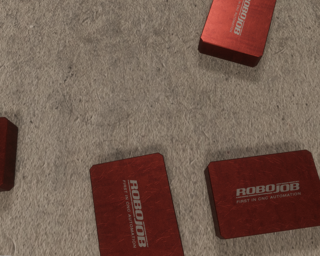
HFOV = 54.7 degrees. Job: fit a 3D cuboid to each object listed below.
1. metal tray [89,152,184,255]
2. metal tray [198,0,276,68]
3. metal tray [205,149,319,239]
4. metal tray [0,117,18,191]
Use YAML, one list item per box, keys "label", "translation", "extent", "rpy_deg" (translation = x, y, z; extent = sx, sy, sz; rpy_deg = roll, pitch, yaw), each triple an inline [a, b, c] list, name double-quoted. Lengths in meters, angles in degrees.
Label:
- label: "metal tray"
  translation: [-0.029, 0.102, 0.368]
  extent: [0.091, 0.030, 0.129]
  rpy_deg: [-11, 70, -4]
- label: "metal tray"
  translation: [0.118, -0.163, 0.467]
  extent: [0.090, 0.030, 0.130]
  rpy_deg: [17, 71, 6]
- label: "metal tray"
  translation: [0.127, 0.080, 0.378]
  extent: [0.131, 0.030, 0.090]
  rpy_deg: [-7, 70, -3]
- label: "metal tray"
  translation: [-0.253, 0.037, 0.388]
  extent: [0.131, 0.030, 0.090]
  rpy_deg: [-5, 70, -2]
